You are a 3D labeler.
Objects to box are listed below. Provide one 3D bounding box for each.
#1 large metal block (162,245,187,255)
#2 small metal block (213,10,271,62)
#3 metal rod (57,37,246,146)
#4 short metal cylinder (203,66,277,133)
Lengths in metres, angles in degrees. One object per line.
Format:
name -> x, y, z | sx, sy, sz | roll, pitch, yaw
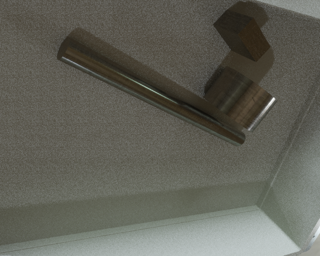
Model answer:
large metal block -> 0.044, 0.279, 0.575 | 0.050, 0.080, 0.080 | -36, 130, -5
small metal block -> 0.100, -0.113, 0.379 | 0.025, 0.050, 0.050 | -47, 130, 5
metal rod -> 0.014, -0.031, 0.398 | 0.302, 0.025, 0.025 | 24, 106, -37
short metal cylinder -> 0.104, -0.038, 0.409 | 0.080, 0.080, 0.050 | 28, 103, -38
